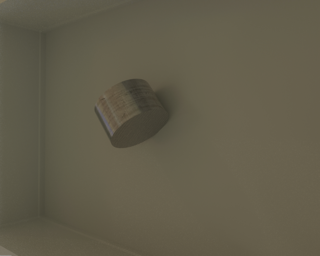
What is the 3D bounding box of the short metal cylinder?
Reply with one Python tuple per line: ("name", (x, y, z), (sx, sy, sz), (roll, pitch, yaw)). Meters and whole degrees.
("short metal cylinder", (-0.037, -0.017, 0.399), (0.080, 0.081, 0.050), (-46, 63, 30))
